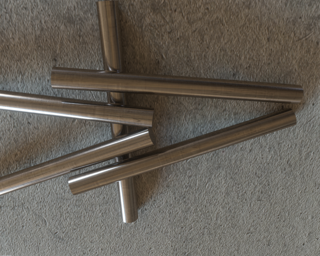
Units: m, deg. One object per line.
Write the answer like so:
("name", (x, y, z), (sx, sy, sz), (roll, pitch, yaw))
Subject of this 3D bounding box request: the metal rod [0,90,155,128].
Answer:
("metal rod", (-0.158, -0.030, 0.383), (0.302, 0.025, 0.025), (7, 110, 3))

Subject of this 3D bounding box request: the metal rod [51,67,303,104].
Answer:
("metal rod", (0.027, -0.050, 0.375), (0.302, 0.025, 0.025), (3, 110, -8))

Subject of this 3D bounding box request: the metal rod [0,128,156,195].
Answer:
("metal rod", (-0.149, 0.057, 0.415), (0.301, 0.025, 0.025), (-19, 109, 12))

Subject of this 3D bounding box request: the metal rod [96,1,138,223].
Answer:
("metal rod", (-0.053, -0.006, 0.408), (0.025, 0.025, 0.298), (-3, 110, 1))

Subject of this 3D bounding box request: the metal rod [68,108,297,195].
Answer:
("metal rod", (0.030, 0.030, 0.406), (0.302, 0.025, 0.025), (-18, 110, -1))
